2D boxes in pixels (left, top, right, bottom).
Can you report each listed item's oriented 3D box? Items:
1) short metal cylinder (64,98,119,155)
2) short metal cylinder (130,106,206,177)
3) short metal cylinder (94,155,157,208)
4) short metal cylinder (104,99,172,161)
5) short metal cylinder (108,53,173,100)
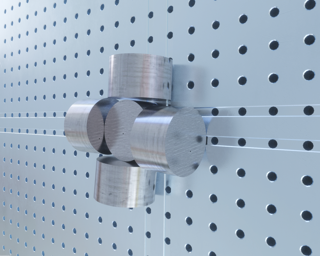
[{"bbox_3d":[-0.089,-0.003,0.447,0.050,0.081,0.079,2,92,39],"label":"short metal cylinder"},{"bbox_3d":[0.012,0.014,0.364,0.050,0.081,0.079,5,93,39],"label":"short metal cylinder"},{"bbox_3d":[-0.045,0.068,0.409,0.080,0.081,0.050,8,95,39],"label":"short metal cylinder"},{"bbox_3d":[-0.029,0.003,0.418,0.080,0.050,0.080,0,90,38],"label":"short metal cylinder"},{"bbox_3d":[-0.025,-0.062,0.394,0.080,0.081,0.050,4,92,40],"label":"short metal cylinder"}]
